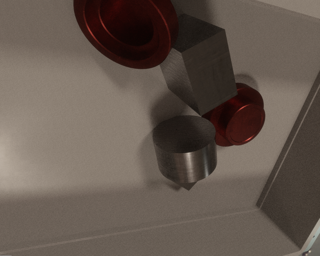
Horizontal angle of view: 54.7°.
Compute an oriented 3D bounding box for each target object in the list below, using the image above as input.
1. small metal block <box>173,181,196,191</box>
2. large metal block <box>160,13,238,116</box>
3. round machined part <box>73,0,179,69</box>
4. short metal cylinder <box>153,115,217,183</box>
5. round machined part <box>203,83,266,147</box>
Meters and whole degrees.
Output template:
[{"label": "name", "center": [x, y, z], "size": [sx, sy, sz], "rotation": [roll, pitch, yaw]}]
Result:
[{"label": "small metal block", "center": [0.040, 0.061, 0.471], "size": [0.050, 0.025, 0.050], "rotation": [-48, 129, 6]}, {"label": "large metal block", "center": [0.037, -0.073, 0.349], "size": [0.050, 0.080, 0.080], "rotation": [-31, 129, -9]}, {"label": "round machined part", "center": [-0.028, -0.107, 0.294], "size": [0.098, 0.098, 0.042], "rotation": [56, 49, -40]}, {"label": "short metal cylinder", "center": [0.034, 0.026, 0.410], "size": [0.081, 0.080, 0.050], "rotation": [-22, 127, -16]}, {"label": "round machined part", "center": [0.114, -0.013, 0.454], "size": [0.099, 0.042, 0.097], "rotation": [-14, 125, -21]}]
